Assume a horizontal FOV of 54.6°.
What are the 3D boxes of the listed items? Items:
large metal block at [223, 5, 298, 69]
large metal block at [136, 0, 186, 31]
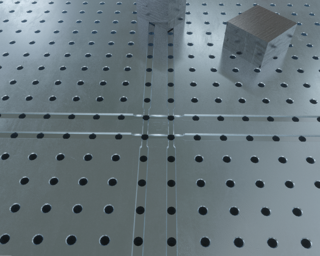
[{"bbox_3d":[0.167,-0.156,0.524,0.080,0.050,0.080,-35,58,-26],"label":"large metal block"},{"bbox_3d":[0.002,-0.240,0.574,0.080,0.080,0.050,34,58,25],"label":"large metal block"}]
